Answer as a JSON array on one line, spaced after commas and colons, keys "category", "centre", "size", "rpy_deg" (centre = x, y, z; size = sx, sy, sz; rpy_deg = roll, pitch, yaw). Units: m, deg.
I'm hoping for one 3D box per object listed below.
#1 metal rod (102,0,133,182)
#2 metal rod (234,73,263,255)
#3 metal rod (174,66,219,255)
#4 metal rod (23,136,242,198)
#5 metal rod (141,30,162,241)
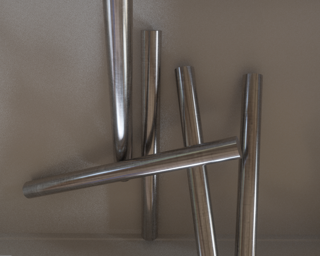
[{"category": "metal rod", "centre": [-0.042, -0.037, 0.329], "size": [0.025, 0.025, 0.298], "rpy_deg": [4, 136, -2]}, {"category": "metal rod", "centre": [0.107, 0.082, 0.377], "size": [0.025, 0.025, 0.298], "rpy_deg": [4, 85, -2]}, {"category": "metal rod", "centre": [0.048, 0.074, 0.375], "size": [0.025, 0.025, 0.298], "rpy_deg": [-7, 85, 2]}, {"category": "metal rod", "centre": [-0.051, 0.054, 0.388], "size": [0.300, 0.025, 0.025], "rpy_deg": [-14, 111, 21]}, {"category": "metal rod", "centre": [-0.013, 0.023, 0.419], "size": [0.025, 0.025, 0.298], "rpy_deg": [1, 110, -1]}]
